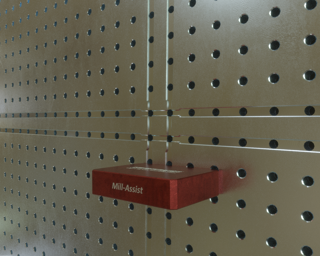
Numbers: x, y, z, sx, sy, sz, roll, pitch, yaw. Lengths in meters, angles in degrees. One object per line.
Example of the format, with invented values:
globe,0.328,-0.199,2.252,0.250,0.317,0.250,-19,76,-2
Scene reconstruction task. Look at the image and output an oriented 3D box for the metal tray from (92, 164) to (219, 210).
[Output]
metal tray,-0.007,0.065,0.373,0.130,0.091,0.030,-1,90,40
